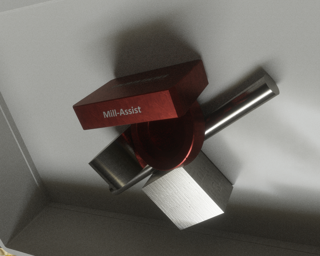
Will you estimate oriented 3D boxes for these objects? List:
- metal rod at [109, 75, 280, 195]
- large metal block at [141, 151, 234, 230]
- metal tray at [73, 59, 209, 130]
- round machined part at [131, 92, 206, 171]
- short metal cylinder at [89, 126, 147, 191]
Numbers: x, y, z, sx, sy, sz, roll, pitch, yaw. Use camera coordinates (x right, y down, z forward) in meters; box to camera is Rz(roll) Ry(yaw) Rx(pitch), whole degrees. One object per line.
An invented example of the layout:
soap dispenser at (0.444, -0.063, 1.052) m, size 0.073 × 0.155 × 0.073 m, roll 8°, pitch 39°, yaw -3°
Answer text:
metal rod at (0.021, 0.026, 0.410) m, size 0.025 × 0.025 × 0.299 m, roll 48°, pitch 128°, yaw -6°
large metal block at (0.037, 0.081, 0.418) m, size 0.080 × 0.050 × 0.080 m, roll 48°, pitch 129°, yaw -6°
metal tray at (-0.021, -0.037, 0.350) m, size 0.130 × 0.090 × 0.030 m, roll -7°, pitch 115°, yaw 30°
round machined part at (0.014, -0.001, 0.369) m, size 0.098 × 0.042 × 0.097 m, roll 4°, pitch 96°, yaw 42°
short metal cylinder at (-0.049, 0.038, 0.419) m, size 0.050 × 0.080 × 0.080 m, roll 48°, pitch 129°, yaw -5°
